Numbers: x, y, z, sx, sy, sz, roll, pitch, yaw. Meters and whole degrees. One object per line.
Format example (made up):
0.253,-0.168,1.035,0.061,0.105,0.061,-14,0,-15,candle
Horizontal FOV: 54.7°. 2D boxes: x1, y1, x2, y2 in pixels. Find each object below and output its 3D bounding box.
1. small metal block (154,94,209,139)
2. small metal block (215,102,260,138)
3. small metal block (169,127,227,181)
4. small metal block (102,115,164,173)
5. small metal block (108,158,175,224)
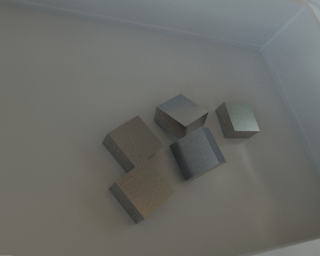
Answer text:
0.029,-0.016,0.421,0.050,0.025,0.050,36,47,26,small metal block
0.120,-0.012,0.480,0.050,0.025,0.050,1,61,-28,small metal block
0.048,0.033,0.393,0.025,0.050,0.050,7,54,-59,small metal block
-0.033,0.020,0.377,0.050,0.025,0.050,-35,81,-39,small metal block
-0.021,0.071,0.352,0.050,0.025,0.050,-35,82,-38,small metal block
